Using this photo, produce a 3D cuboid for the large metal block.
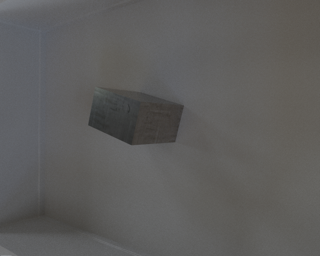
[{"bbox_3d":[-0.030,-0.016,0.394,0.080,0.081,0.050,21,103,38],"label":"large metal block"}]
